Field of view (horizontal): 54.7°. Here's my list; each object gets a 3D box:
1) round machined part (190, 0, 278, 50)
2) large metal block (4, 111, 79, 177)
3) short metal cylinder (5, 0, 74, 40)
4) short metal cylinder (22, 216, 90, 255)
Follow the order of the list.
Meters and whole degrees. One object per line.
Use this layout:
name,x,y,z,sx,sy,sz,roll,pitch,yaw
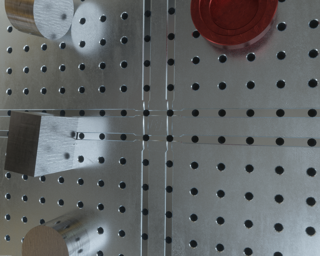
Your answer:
round machined part,0.089,-0.143,0.372,0.098,0.042,0.097,0,90,20
large metal block,-0.166,0.020,0.442,0.050,0.080,0.079,9,93,20
short metal cylinder,-0.170,-0.172,0.443,0.050,0.080,0.080,18,96,19
short metal cylinder,-0.151,0.175,0.453,0.080,0.050,0.080,0,90,20
